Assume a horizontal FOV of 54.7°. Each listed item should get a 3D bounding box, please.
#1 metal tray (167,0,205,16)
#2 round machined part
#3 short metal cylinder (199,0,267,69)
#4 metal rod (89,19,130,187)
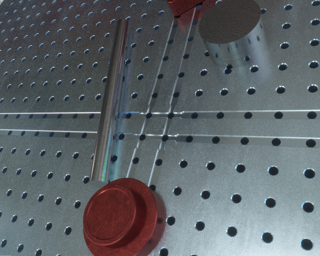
[{"bbox_3d":[0.042,-0.263,0.542,0.090,0.030,0.130,-28,52,10],"label":"metal tray"},{"bbox_3d":[-0.049,0.104,0.358,0.098,0.042,0.098,-13,56,20],"label":"round machined part"},{"bbox_3d":[0.099,-0.128,0.418,0.080,0.050,0.080,-13,56,21],"label":"short metal cylinder"},{"bbox_3d":[-0.073,-0.056,0.479,0.025,0.025,0.299,-10,57,22],"label":"metal rod"}]
